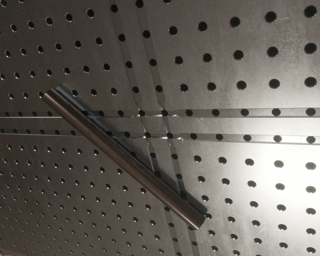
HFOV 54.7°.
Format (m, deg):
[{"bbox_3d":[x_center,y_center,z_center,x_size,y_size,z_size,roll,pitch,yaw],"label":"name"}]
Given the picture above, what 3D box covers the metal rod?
[{"bbox_3d":[-0.054,0.047,0.466,0.300,0.025,0.025,40,129,0],"label":"metal rod"}]
